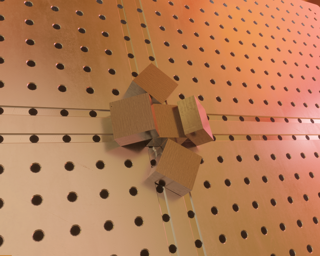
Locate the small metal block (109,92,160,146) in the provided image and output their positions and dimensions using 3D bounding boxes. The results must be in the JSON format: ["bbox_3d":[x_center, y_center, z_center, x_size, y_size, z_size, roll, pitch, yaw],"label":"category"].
[{"bbox_3d":[-0.032,-0.010,0.381,0.050,0.025,0.050,-14,65,5],"label":"small metal block"}]

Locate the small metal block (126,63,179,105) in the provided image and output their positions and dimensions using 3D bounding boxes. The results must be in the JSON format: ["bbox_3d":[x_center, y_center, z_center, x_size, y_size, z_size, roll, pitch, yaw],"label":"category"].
[{"bbox_3d":[-0.010,-0.056,0.437,0.050,0.025,0.050,39,50,-1],"label":"small metal block"}]

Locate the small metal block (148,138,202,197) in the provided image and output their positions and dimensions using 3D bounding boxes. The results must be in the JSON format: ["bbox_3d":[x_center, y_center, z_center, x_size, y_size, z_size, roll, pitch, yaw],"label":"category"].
[{"bbox_3d":[0.019,0.049,0.387,0.050,0.025,0.050,29,53,-8],"label":"small metal block"}]

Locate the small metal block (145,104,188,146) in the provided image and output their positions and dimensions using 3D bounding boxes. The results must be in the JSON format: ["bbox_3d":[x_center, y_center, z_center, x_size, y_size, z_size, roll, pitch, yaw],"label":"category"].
[{"bbox_3d":[0.004,-0.004,0.412,0.050,0.025,0.050,1,60,-28],"label":"small metal block"}]

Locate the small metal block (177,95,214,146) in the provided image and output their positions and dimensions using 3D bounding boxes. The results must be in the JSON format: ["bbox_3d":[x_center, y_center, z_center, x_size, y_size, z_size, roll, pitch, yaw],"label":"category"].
[{"bbox_3d":[0.048,-0.009,0.422,0.050,0.025,0.050,39,34,-58],"label":"small metal block"}]
